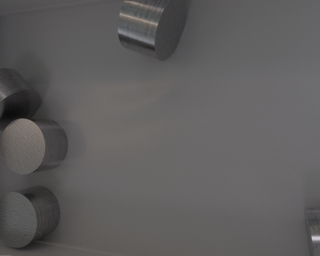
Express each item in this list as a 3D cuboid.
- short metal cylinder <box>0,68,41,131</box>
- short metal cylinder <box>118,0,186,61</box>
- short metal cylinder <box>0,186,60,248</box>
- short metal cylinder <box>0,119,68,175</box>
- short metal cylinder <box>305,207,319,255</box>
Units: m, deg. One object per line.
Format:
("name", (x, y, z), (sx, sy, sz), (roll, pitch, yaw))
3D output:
("short metal cylinder", (-0.229, -0.042, 0.462), (0.050, 0.080, 0.080), (44, 104, 15))
("short metal cylinder", (-0.008, -0.129, 0.384), (0.050, 0.080, 0.080), (23, 98, 18))
("short metal cylinder", (-0.200, 0.132, 0.468), (0.080, 0.050, 0.080), (0, 90, 20))
("short metal cylinder", (-0.187, 0.026, 0.463), (0.080, 0.050, 0.080), (0, 90, 20))
("short metal cylinder", (0.182, 0.122, 0.317), (0.050, 0.080, 0.080), (-8, 88, 20))
